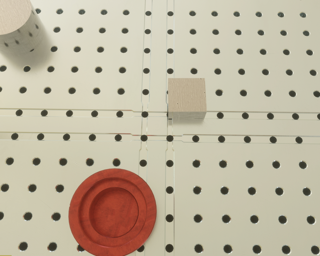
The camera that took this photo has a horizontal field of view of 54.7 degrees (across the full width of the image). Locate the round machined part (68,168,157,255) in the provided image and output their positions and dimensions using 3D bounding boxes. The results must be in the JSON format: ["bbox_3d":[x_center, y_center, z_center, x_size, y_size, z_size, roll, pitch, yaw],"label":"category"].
[{"bbox_3d":[-0.053,0.100,0.366,0.099,0.042,0.098,0,70,0],"label":"round machined part"}]

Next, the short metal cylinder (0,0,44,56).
[{"bbox_3d":[-0.219,-0.154,0.453,0.081,0.050,0.080,0,70,0],"label":"short metal cylinder"}]

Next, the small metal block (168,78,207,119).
[{"bbox_3d":[0.036,-0.041,0.427,0.050,0.025,0.050,0,70,0],"label":"small metal block"}]
